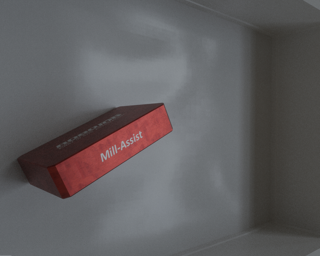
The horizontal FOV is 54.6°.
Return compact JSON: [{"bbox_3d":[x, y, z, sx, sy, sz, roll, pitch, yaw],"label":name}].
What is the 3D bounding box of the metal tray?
[{"bbox_3d":[-0.062,0.015,0.311,0.131,0.090,0.030,-32,110,-35],"label":"metal tray"}]
